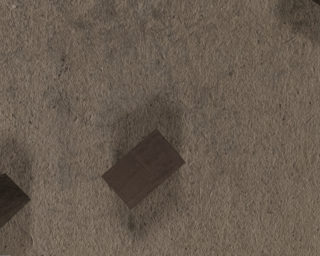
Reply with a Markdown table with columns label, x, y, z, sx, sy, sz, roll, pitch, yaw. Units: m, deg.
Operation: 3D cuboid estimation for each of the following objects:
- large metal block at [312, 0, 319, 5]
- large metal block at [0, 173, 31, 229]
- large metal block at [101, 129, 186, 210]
| label | x | y | z | sx | sy | sz | roll | pitch | yaw |
| --- | --- | --- | --- | --- | --- | --- | --- | --- | --- |
| large metal block | 0.219 | -0.209 | 0.392 | 0.080 | 0.050 | 0.080 | 34 | 103 | -1 |
| large metal block | -0.221 | 0.107 | 0.380 | 0.080 | 0.080 | 0.050 | -44 | 91 | 0 |
| large metal block | -0.019 | 0.046 | 0.382 | 0.080 | 0.080 | 0.050 | -41 | 91 | 0 |
